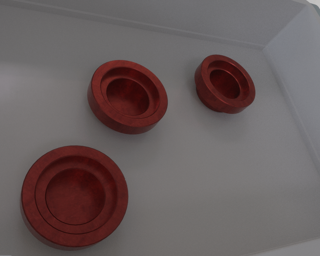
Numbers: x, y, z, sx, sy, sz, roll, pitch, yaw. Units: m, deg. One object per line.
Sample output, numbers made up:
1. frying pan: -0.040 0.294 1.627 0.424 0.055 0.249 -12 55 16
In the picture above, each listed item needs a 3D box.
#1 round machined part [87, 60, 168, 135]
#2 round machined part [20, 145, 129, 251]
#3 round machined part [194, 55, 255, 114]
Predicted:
1. round machined part: -0.043 -0.035 0.392 0.099 0.042 0.098 14 56 -21
2. round machined part: -0.085 0.070 0.306 0.099 0.042 0.098 14 56 -21
3. round machined part: 0.096 -0.063 0.485 0.099 0.042 0.098 14 56 -21
